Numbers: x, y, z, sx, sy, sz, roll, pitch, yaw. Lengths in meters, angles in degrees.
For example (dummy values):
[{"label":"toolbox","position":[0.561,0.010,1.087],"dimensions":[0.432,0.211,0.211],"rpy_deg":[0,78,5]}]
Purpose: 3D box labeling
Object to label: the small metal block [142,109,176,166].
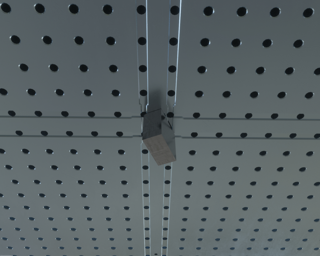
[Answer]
[{"label":"small metal block","position":[0.000,0.012,0.405],"dimensions":[0.025,0.050,0.050],"rpy_deg":[-18,128,14]}]
